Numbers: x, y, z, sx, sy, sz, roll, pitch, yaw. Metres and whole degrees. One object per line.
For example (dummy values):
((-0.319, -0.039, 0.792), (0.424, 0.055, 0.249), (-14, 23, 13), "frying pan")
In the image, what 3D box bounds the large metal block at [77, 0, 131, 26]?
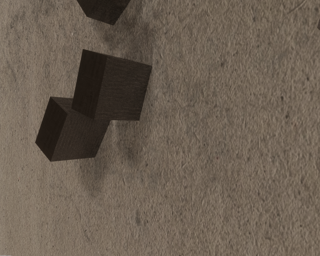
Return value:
((-0.083, -0.214, 0.455), (0.080, 0.050, 0.080), (-46, 63, 30), "large metal block")

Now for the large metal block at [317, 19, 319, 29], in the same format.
((0.181, -0.109, 0.239), (0.080, 0.050, 0.079), (19, 102, 38), "large metal block")

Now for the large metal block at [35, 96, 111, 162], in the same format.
((-0.132, 0.001, 0.475), (0.050, 0.081, 0.079), (39, 114, 33), "large metal block")

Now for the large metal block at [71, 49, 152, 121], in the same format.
((-0.064, -0.056, 0.420), (0.050, 0.081, 0.079), (23, 105, 37), "large metal block")
